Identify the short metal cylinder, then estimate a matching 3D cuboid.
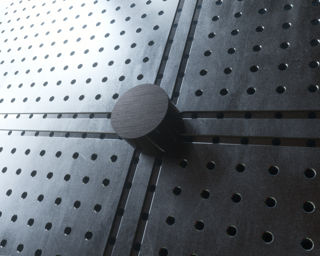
[{"bbox_3d":[-0.016,-0.011,0.405,0.080,0.050,0.080,-13,56,20],"label":"short metal cylinder"}]
